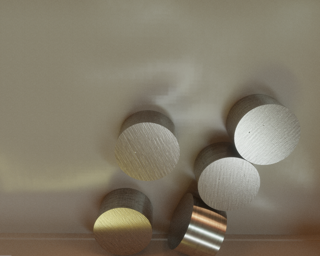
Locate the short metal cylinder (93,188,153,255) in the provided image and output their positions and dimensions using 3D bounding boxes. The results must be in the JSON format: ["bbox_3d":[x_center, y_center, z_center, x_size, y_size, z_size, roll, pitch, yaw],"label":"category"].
[{"bbox_3d":[-0.051,0.134,0.447,0.081,0.050,0.079,0,110,-1],"label":"short metal cylinder"}]

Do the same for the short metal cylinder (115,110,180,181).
[{"bbox_3d":[-0.016,0.022,0.406,0.081,0.050,0.079,0,110,-1],"label":"short metal cylinder"}]

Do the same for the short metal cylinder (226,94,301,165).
[{"bbox_3d":[0.131,0.001,0.400,0.081,0.050,0.079,0,110,-1],"label":"short metal cylinder"}]

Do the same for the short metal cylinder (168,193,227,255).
[{"bbox_3d":[0.051,0.138,0.434,0.050,0.080,0.080,24,108,-9],"label":"short metal cylinder"}]

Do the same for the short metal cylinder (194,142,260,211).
[{"bbox_3d":[0.089,0.065,0.423,0.081,0.050,0.079,0,110,-1],"label":"short metal cylinder"}]
